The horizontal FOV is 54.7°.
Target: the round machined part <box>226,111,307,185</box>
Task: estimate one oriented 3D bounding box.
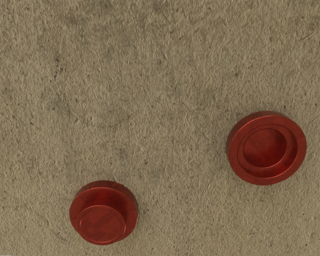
[{"bbox_3d":[0.136,0.023,0.410,0.099,0.042,0.097,0,110,0],"label":"round machined part"}]

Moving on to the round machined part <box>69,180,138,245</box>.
[{"bbox_3d":[-0.082,0.129,0.447,0.099,0.042,0.097,0,110,0],"label":"round machined part"}]
